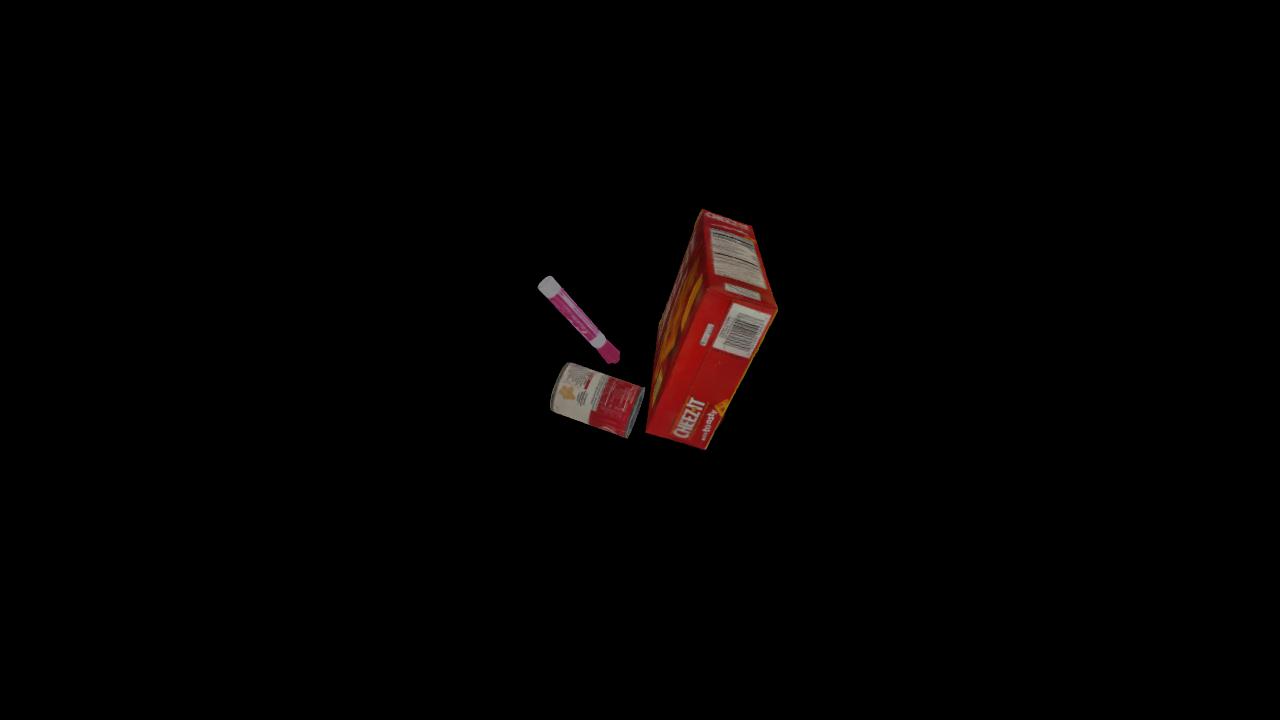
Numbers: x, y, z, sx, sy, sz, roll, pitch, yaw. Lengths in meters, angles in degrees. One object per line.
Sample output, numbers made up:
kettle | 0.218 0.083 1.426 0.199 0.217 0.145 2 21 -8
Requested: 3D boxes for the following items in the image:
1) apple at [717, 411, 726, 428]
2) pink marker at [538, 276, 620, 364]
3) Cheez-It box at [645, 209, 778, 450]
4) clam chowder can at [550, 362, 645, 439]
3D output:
apple | 0.069 0.051 0.768 0.079 0.093 0.079 12 -13 3
pink marker | -0.060 -0.039 0.643 0.020 0.020 0.121 0 -41 50
Cheez-It box | 0.067 -0.041 0.638 0.071 0.166 0.223 18 31 -6
clam chowder can | -0.052 0.049 0.761 0.102 0.068 0.068 19 2 5
